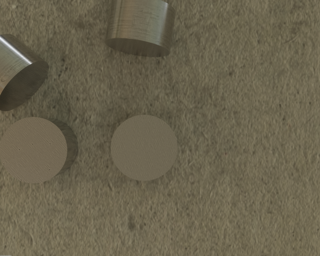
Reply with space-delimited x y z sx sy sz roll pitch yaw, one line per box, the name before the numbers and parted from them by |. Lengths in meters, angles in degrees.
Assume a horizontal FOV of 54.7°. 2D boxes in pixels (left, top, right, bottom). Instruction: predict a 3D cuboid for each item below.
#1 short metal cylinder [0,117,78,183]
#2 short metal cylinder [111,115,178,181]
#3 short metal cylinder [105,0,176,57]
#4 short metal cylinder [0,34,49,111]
short metal cylinder | -0.152 0.026 0.396 0.081 0.050 0.079 0 90 -1
short metal cylinder | -0.019 0.024 0.397 0.081 0.050 0.079 0 90 -1
short metal cylinder | -0.024 -0.123 0.382 0.081 0.080 0.050 8 90 -1
short metal cylinder | -0.185 -0.067 0.380 0.050 0.080 0.080 40 90 0
